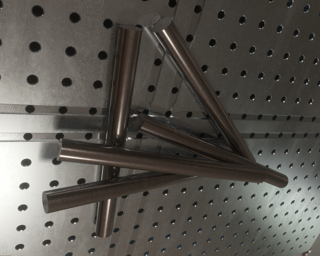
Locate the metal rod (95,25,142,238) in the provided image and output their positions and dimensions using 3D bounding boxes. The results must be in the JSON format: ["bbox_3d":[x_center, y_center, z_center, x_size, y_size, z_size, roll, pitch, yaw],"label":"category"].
[{"bbox_3d":[-0.057,0.024,0.395,0.025,0.025,0.298,-3,120,-27],"label":"metal rod"}]

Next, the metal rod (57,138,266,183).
[{"bbox_3d":[0.021,0.048,0.410,0.302,0.025,0.025,11,113,-27],"label":"metal rod"}]

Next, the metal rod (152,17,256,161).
[{"bbox_3d":[0.078,-0.027,0.438,0.025,0.025,0.300,-41,130,0],"label":"metal rod"}]

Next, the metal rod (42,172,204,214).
[{"bbox_3d":[-0.004,0.071,0.430,0.303,0.025,0.025,-6,121,-35],"label":"metal rod"}]

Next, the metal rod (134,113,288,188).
[{"bbox_3d":[0.094,0.043,0.469,0.302,0.025,0.025,23,106,-30],"label":"metal rod"}]
